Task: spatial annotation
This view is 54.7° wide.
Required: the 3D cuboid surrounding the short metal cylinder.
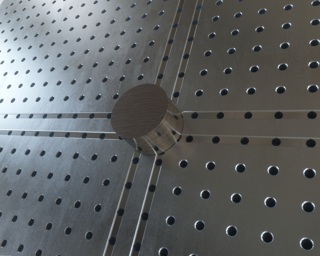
[{"bbox_3d":[-0.016,-0.011,0.405,0.080,0.050,0.080,-13,56,20],"label":"short metal cylinder"}]
